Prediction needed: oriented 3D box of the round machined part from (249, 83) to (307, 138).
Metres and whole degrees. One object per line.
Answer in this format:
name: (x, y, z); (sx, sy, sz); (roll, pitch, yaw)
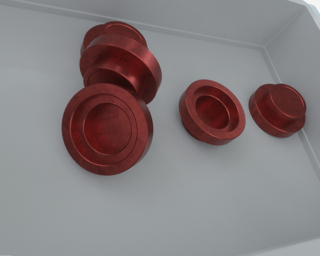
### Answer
round machined part: (0.204, -0.036, 0.522); (0.099, 0.042, 0.098); (9, 58, -15)

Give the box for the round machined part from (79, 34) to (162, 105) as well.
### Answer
round machined part: (-0.051, -0.058, 0.368); (0.098, 0.097, 0.042); (29, 52, -10)

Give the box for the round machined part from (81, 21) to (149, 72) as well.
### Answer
round machined part: (-0.057, -0.109, 0.432); (0.099, 0.042, 0.098); (14, 56, -21)

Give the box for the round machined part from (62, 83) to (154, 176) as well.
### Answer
round machined part: (-0.054, 0.000, 0.343); (0.098, 0.098, 0.042); (49, 15, 6)

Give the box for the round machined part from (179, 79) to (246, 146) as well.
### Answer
round machined part: (0.070, -0.018, 0.446); (0.099, 0.042, 0.098); (14, 56, -21)
